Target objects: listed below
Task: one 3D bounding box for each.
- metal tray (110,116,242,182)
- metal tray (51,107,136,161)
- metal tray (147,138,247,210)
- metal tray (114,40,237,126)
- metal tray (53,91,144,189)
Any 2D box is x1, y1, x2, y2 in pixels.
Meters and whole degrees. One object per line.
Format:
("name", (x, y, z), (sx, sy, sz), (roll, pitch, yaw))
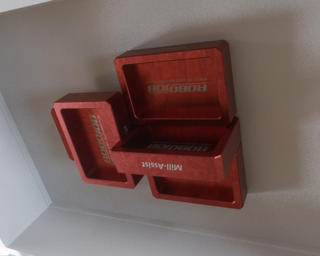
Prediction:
("metal tray", (0.020, 0.019, 0.363), (0.130, 0.090, 0.030), (1, 119, 27))
("metal tray", (-0.087, 0.006, 0.449), (0.130, 0.030, 0.089), (0, 119, 27))
("metal tray", (0.045, 0.057, 0.414), (0.130, 0.030, 0.089), (1, 119, 27))
("metal tray", (0.018, -0.049, 0.363), (0.130, 0.030, 0.089), (1, 119, 27))
("metal tray", (-0.079, 0.017, 0.414), (0.090, 0.030, 0.129), (1, 119, 27))
